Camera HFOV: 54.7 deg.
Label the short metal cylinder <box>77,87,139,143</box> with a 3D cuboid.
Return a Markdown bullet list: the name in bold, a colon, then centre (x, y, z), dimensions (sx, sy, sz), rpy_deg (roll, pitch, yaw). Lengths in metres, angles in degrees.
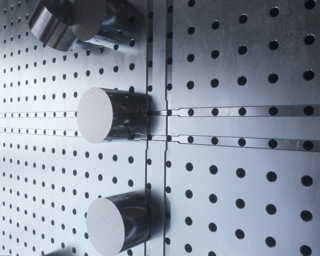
- **short metal cylinder**: centre (-0.078, -0.018, 0.457), dimensions (0.080, 0.050, 0.079), rpy_deg (0, 90, 40)

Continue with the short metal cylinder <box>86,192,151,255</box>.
- **short metal cylinder**: centre (-0.060, 0.136, 0.443), dimensions (0.080, 0.050, 0.079), rpy_deg (0, 90, 40)

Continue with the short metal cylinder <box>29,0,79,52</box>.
- **short metal cylinder**: centre (-0.166, -0.173, 0.510), dimensions (0.050, 0.081, 0.080), rpy_deg (-45, 63, 31)

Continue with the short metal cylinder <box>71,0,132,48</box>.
- **short metal cylinder**: centre (-0.089, -0.166, 0.467), dimensions (0.080, 0.050, 0.079), rpy_deg (0, 90, 40)
